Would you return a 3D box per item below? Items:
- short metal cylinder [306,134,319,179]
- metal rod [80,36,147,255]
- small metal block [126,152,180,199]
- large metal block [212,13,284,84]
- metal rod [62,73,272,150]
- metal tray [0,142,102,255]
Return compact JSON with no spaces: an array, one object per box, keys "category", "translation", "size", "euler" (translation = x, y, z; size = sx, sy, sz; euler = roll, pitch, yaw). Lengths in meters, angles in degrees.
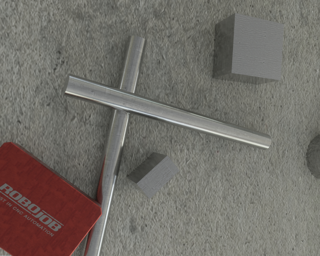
[{"category":"short metal cylinder","translation":[0.290,0.049,0.505],"size":[0.081,0.050,0.079],"euler":[0,90,-21]},{"category":"metal rod","translation":[-0.059,0.032,0.387],"size":[0.025,0.025,0.298],"euler":[13,85,-20]},{"category":"small metal block","translation":[-0.010,0.058,0.393],"size":[0.050,0.050,0.025],"euler":[-41,104,-15]},{"category":"large metal block","translation":[0.125,-0.109,0.443],"size":[0.081,0.050,0.080],"euler":[4,89,-20]},{"category":"metal rod","translation":[0.029,-0.013,0.402],"size":[0.302,0.025,0.025],"euler":[15,85,-27]},{"category":"metal tray","translation":[-0.142,0.088,0.341],"size":[0.130,0.030,0.090],"euler":[38,77,-4]}]
